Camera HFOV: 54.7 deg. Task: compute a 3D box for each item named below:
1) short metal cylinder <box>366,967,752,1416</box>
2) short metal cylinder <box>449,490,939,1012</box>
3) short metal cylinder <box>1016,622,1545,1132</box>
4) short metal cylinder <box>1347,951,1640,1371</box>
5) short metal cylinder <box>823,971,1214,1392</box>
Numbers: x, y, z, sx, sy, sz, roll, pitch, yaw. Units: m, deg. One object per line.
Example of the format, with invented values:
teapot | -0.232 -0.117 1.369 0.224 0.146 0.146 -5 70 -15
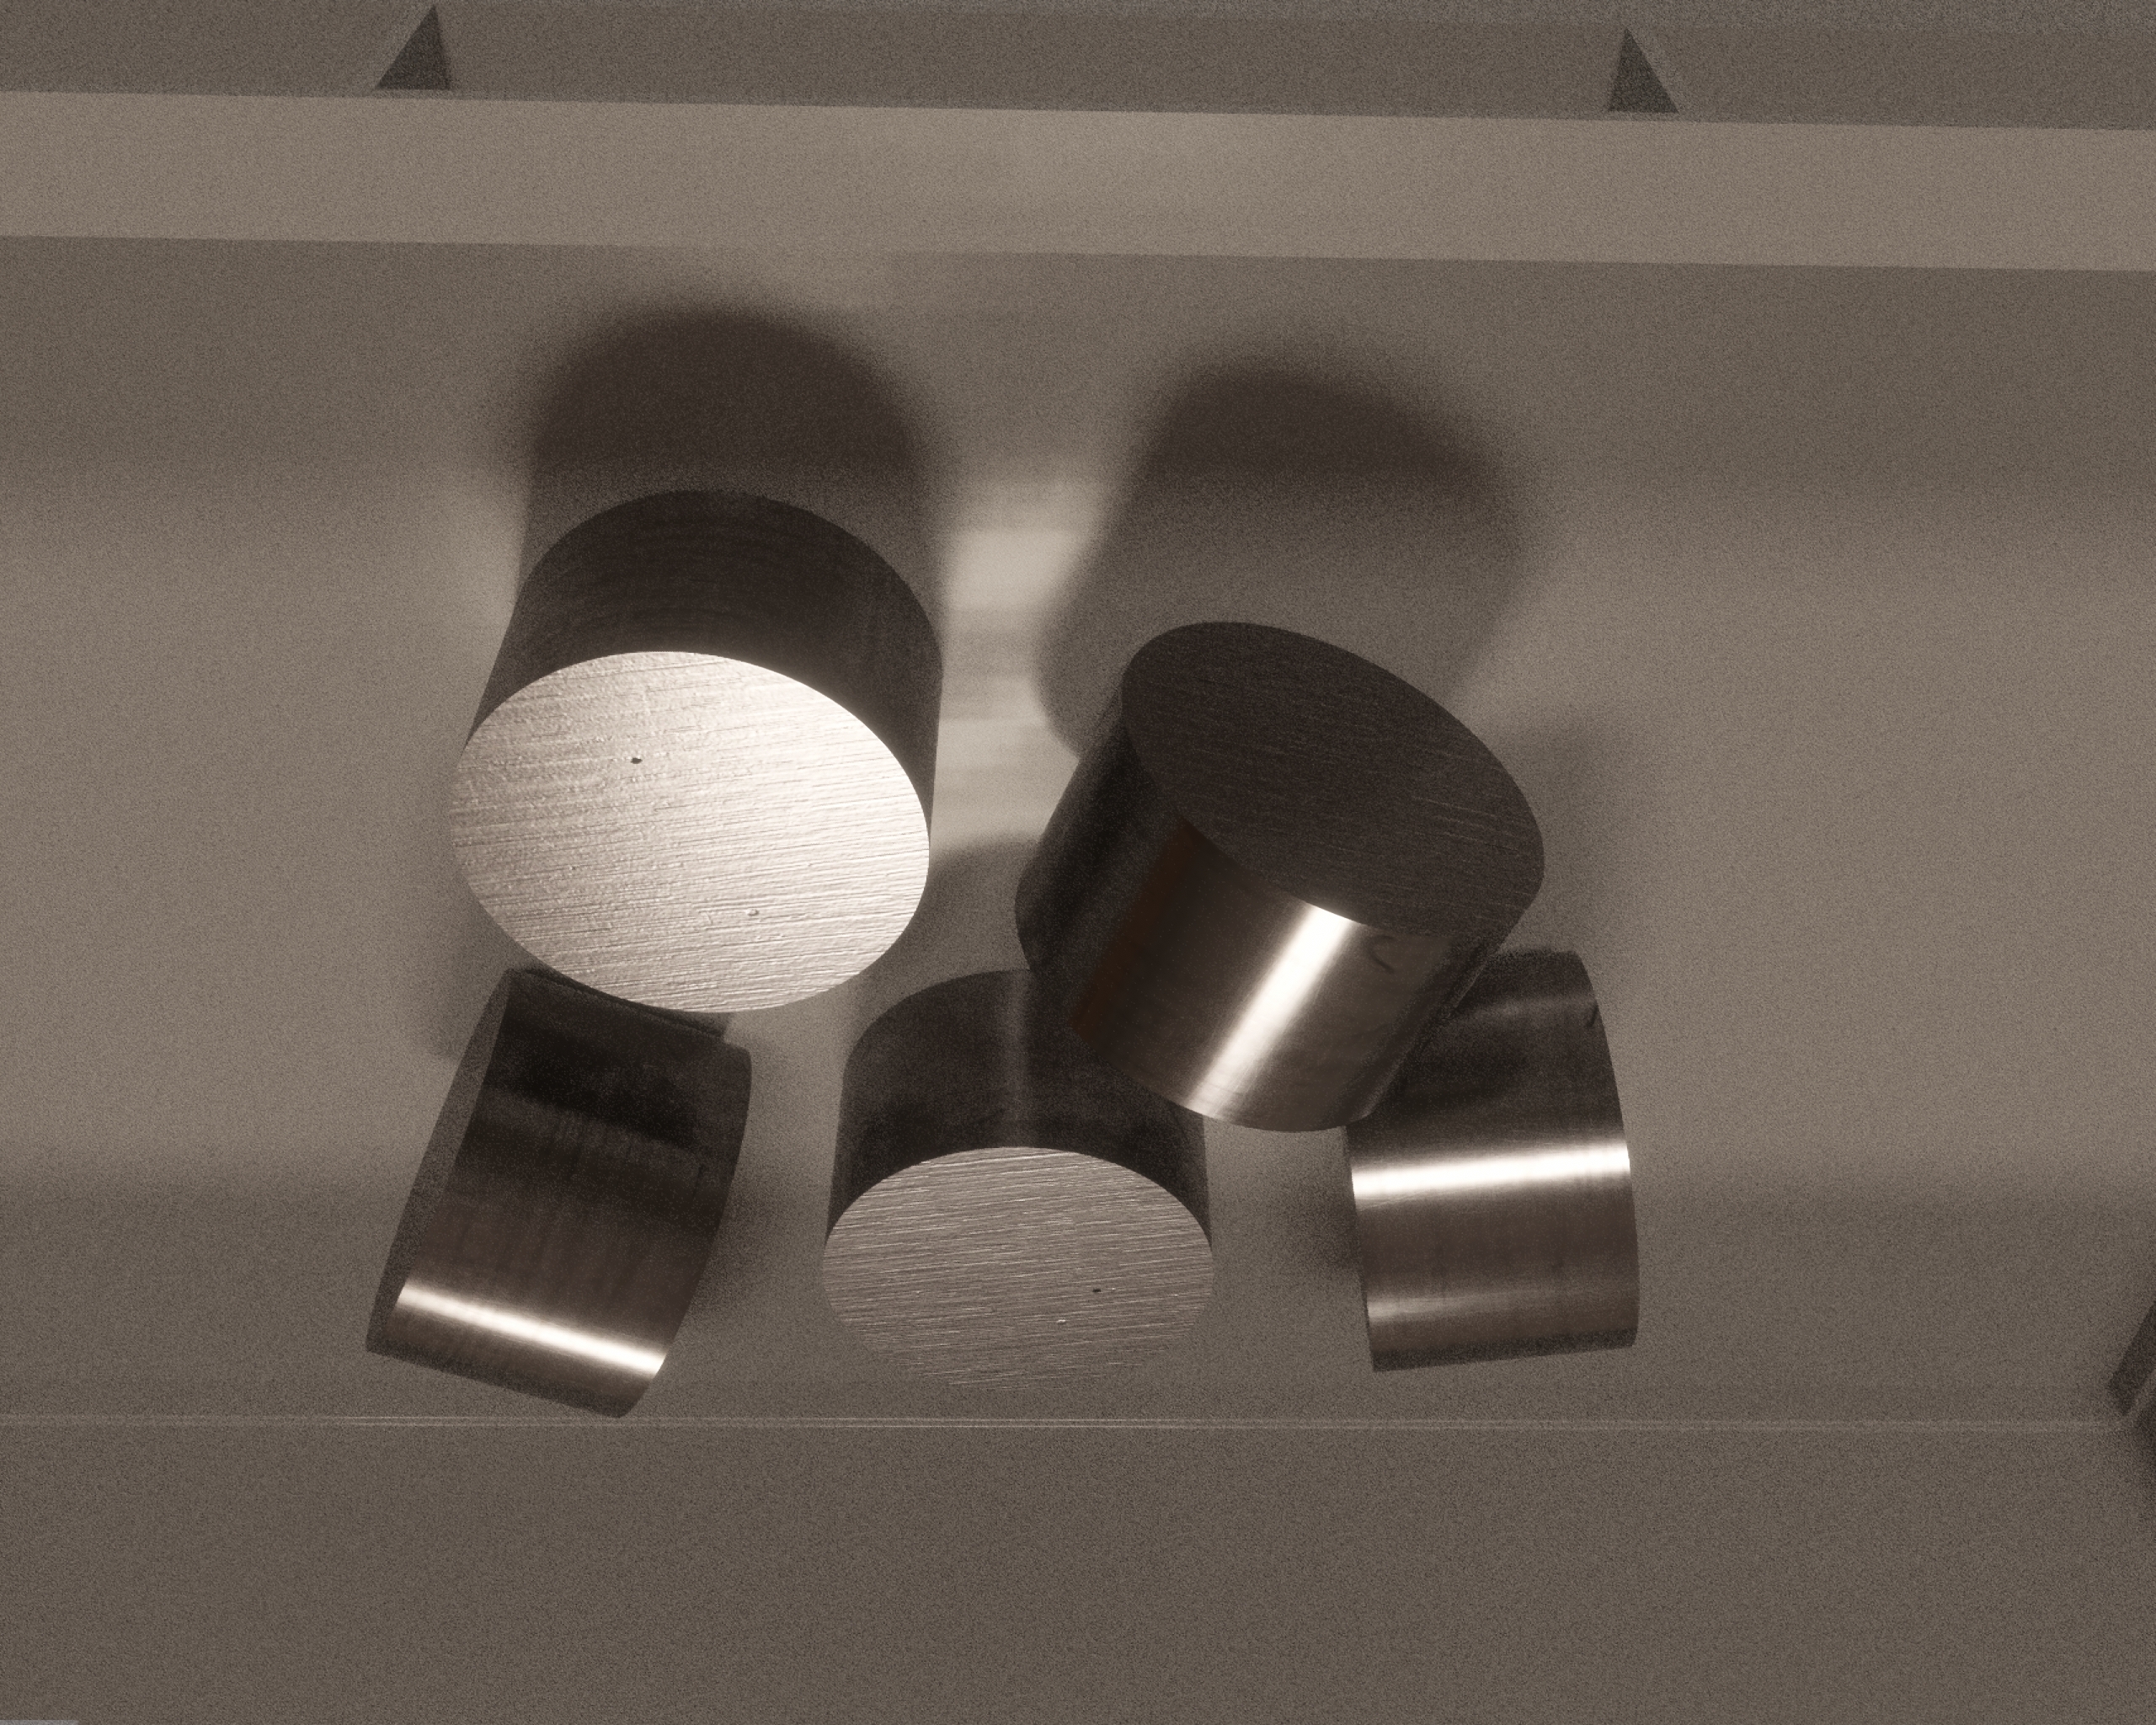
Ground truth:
short metal cylinder | -0.106 0.067 0.426 0.050 0.080 0.080 21 127 -18
short metal cylinder | -0.066 -0.019 0.373 0.081 0.050 0.079 0 130 0
short metal cylinder | 0.035 0.001 0.374 0.081 0.080 0.050 17 128 -14
short metal cylinder | 0.080 0.060 0.423 0.050 0.080 0.080 -7 130 5
short metal cylinder | -0.012 0.069 0.449 0.081 0.050 0.079 0 130 0
